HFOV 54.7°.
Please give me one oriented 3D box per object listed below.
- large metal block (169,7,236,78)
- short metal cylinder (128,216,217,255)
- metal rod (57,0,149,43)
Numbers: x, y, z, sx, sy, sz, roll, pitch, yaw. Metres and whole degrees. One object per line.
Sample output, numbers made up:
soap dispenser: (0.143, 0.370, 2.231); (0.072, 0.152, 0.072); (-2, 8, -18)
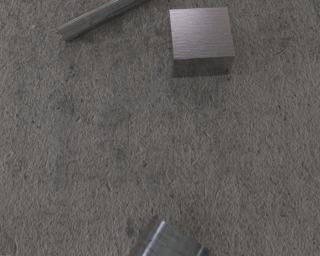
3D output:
large metal block: (0.056, -0.120, 0.439); (0.081, 0.050, 0.080); (-3, 70, -2)
short metal cylinder: (0.013, 0.137, 0.329); (0.080, 0.080, 0.050); (30, 73, 10)
metal rod: (-0.019, -0.215, 0.486); (0.301, 0.025, 0.025); (-32, 73, -11)
